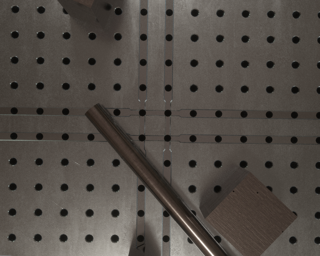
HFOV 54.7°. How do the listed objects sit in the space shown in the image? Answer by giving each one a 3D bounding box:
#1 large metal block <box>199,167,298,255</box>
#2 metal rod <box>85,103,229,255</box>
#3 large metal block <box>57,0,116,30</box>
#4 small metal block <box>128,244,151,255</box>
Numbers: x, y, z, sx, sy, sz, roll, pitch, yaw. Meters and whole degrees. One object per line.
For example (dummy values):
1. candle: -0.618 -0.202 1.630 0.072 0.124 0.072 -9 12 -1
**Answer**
1. large metal block: 0.111 0.110 0.403 0.080 0.050 0.080 44 90 -1
2. metal rod: 0.007 0.089 0.413 0.025 0.025 0.300 -40 91 0
3. large metal block: -0.084 -0.180 0.385 0.050 0.080 0.080 23 90 -1
4. small metal block: -0.020 0.187 0.401 0.025 0.050 0.050 -27 90 0
